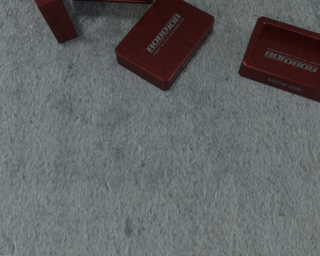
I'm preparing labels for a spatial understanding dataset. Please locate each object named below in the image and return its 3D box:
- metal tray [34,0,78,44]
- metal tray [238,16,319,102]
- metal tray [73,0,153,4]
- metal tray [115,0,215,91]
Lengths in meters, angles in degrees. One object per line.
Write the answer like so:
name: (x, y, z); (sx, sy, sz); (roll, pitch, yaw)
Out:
metal tray: (-0.164, -0.199, 0.443); (0.030, 0.090, 0.130); (-24, 72, -6)
metal tray: (0.190, -0.099, 0.443); (0.131, 0.030, 0.090); (20, 71, 7)
metal tray: (-0.076, -0.213, 0.448); (0.131, 0.090, 0.030); (3, 92, 0)
metal tray: (0.008, -0.129, 0.453); (0.090, 0.030, 0.130); (32, 73, 11)
